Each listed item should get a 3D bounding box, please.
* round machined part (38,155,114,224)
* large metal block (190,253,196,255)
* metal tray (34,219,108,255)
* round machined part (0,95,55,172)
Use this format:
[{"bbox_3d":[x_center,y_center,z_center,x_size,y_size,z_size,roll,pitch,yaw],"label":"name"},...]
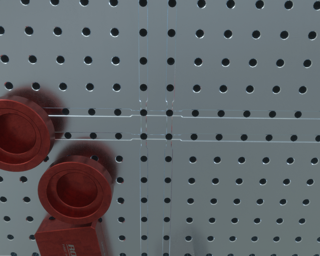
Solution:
[{"bbox_3d":[-0.114,0.082,0.433,0.099,0.042,0.097,0,110,0],"label":"round machined part"},{"bbox_3d":[0.039,0.258,0.479,0.080,0.080,0.050,-36,106,12],"label":"large metal block"},{"bbox_3d":[-0.131,0.202,0.484,0.091,0.030,0.129,-7,110,2],"label":"metal tray"},{"bbox_3d":[-0.186,0.005,0.404,0.099,0.042,0.097,0,110,0],"label":"round machined part"}]
